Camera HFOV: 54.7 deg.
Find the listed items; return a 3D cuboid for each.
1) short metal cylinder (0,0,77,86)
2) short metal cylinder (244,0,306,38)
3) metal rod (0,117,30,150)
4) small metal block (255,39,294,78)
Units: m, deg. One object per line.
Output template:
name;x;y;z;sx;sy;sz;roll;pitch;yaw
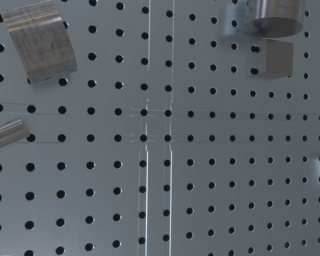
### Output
short metal cylinder;-0.130;-0.091;0.335;0.050;0.080;0.080;-24;98;-18
short metal cylinder;0.164;-0.167;0.444;0.081;0.080;0.050;7;88;-20
metal rod;-0.283;0.063;0.308;0.302;0.025;0.025;-27;99;-18
small metal block;0.176;-0.106;0.478;0.050;0.025;0.050;3;89;-20
